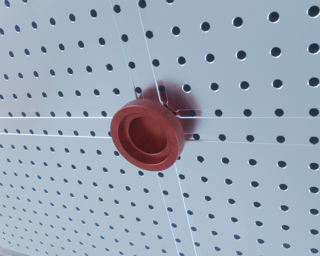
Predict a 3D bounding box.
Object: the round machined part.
[{"bbox_3d":[-0.013,0.006,0.410,0.098,0.042,0.097,13,124,21],"label":"round machined part"}]
